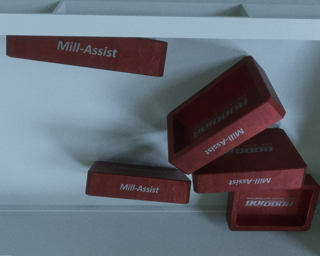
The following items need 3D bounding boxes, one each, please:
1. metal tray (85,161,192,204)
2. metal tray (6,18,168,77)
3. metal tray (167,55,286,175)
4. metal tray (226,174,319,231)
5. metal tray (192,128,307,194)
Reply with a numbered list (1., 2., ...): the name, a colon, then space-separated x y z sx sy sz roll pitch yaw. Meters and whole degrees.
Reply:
1. metal tray: -0.030 0.073 0.428 0.131 0.090 0.030 7 92 -6
2. metal tray: -0.063 -0.077 0.296 0.131 0.090 0.030 7 106 -6
3. metal tray: 0.066 -0.014 0.355 0.130 0.090 0.030 -36 122 26
4. metal tray: 0.176 0.119 0.493 0.131 0.030 0.089 1 113 -1
5. metal tray: 0.105 0.039 0.399 0.131 0.090 0.030 -4 120 3
